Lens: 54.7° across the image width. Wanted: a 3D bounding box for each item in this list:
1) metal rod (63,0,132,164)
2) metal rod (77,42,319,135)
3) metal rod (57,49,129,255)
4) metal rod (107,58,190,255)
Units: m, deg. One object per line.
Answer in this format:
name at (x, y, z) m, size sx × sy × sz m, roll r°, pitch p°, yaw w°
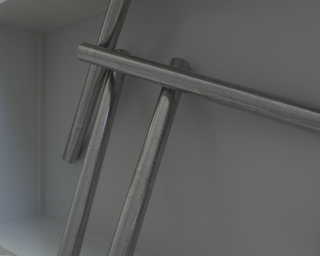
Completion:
metal rod at (-0.098, -0.061, 0.453) m, size 0.025 × 0.025 × 0.298 m, roll 47°, pitch 127°, yaw 29°
metal rod at (0.028, -0.052, 0.343) m, size 0.301 × 0.025 × 0.025 m, roll 21°, pitch 104°, yaw 25°
metal rod at (-0.084, 0.031, 0.406) m, size 0.025 × 0.025 × 0.299 m, roll -4°, pitch 66°, yaw 39°
metal rod at (-0.017, 0.055, 0.339) m, size 0.025 × 0.025 × 0.299 m, roll 1°, pitch 66°, yaw 39°
